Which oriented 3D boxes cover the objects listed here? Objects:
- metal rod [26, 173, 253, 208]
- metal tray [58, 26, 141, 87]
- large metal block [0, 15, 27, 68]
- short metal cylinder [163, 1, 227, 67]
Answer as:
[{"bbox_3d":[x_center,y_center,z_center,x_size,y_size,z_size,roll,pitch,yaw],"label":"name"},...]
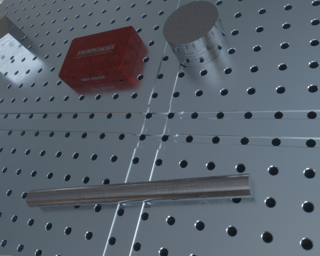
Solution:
[{"bbox_3d":[-0.043,0.080,0.380,0.301,0.025,0.025,-8,58,23],"label":"metal rod"},{"bbox_3d":[-0.103,-0.121,0.532,0.130,0.030,0.090,-3,60,26],"label":"metal tray"},{"bbox_3d":[-0.353,-0.191,0.691,0.080,0.050,0.080,-34,52,5],"label":"large metal block"},{"bbox_3d":[0.051,-0.135,0.447,0.080,0.050,0.080,-13,56,20],"label":"short metal cylinder"}]
